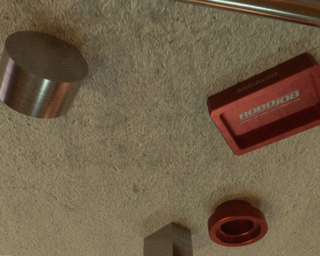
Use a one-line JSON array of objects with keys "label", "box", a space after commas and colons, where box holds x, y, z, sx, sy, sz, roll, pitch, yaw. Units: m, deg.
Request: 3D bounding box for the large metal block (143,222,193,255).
[{"label": "large metal block", "box": [0.014, 0.234, 0.571, 0.050, 0.080, 0.080, 34, 122, -26]}]

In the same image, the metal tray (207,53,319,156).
[{"label": "metal tray", "box": [0.136, -0.024, 0.385, 0.130, 0.030, 0.090, -25, 126, 19]}]

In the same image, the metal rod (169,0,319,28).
[{"label": "metal rod", "box": [0.090, -0.124, 0.303, 0.302, 0.025, 0.025, 8, 130, -7]}]

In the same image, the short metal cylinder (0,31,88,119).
[{"label": "short metal cylinder", "box": [-0.122, -0.056, 0.322, 0.080, 0.080, 0.050, 23, 126, -19]}]

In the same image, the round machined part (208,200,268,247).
[{"label": "round machined part", "box": [0.131, 0.162, 0.536, 0.099, 0.042, 0.097, -1, 130, 0]}]
